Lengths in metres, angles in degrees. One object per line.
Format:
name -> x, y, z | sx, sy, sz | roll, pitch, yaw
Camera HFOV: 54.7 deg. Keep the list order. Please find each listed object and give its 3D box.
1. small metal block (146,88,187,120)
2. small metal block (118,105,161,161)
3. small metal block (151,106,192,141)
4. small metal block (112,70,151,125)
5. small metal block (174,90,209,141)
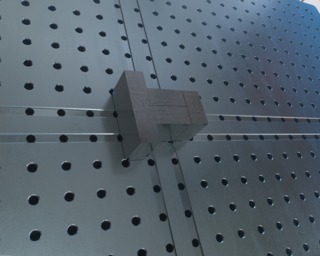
small metal block -> -0.002, -0.027, 0.408 | 0.050, 0.050, 0.025 | 0, 62, -29
small metal block -> -0.026, 0.006, 0.375 | 0.025, 0.050, 0.050 | 0, 62, -29
small metal block -> 0.004, -0.005, 0.398 | 0.050, 0.050, 0.025 | 0, 62, -29
small metal block -> -0.038, -0.038, 0.395 | 0.025, 0.050, 0.050 | 0, 62, -29
small metal block -> 0.035, -0.016, 0.421 | 0.025, 0.050, 0.050 | 0, 62, -29
